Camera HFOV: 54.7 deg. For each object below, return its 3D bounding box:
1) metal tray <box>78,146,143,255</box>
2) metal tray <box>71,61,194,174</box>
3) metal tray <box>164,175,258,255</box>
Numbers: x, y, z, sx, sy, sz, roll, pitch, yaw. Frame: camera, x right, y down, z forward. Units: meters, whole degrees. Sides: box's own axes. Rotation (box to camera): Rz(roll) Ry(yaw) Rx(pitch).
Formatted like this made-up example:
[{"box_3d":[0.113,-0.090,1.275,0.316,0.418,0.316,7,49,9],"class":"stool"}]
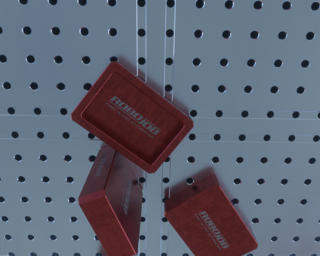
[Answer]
[{"box_3d":[-0.055,0.086,0.388,0.030,0.130,0.090,-20,109,7],"class":"metal tray"},{"box_3d":[-0.034,-0.013,0.400,0.130,0.030,0.090,37,99,-13],"class":"metal tray"},{"box_3d":[0.077,0.145,0.465,0.090,0.030,0.130,-31,108,10],"class":"metal tray"}]
